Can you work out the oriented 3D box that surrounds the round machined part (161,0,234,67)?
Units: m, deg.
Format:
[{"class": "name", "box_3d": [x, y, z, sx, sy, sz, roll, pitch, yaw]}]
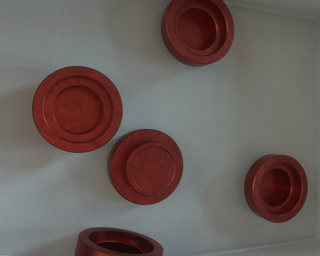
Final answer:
[{"class": "round machined part", "box_3d": [0.047, -0.131, 0.418, 0.099, 0.042, 0.097, 0, 90, -20]}]

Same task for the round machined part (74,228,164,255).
[{"class": "round machined part", "box_3d": [-0.048, 0.150, 0.354, 0.099, 0.098, 0.042, 13, 86, -20]}]

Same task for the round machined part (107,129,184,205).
[{"class": "round machined part", "box_3d": [-0.014, 0.050, 0.396, 0.099, 0.042, 0.097, 0, 90, -20]}]

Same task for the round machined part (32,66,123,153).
[{"class": "round machined part", "box_3d": [-0.097, -0.021, 0.366, 0.099, 0.042, 0.097, 0, 90, -20]}]

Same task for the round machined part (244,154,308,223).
[{"class": "round machined part", "box_3d": [0.167, 0.087, 0.463, 0.099, 0.042, 0.097, 0, 90, -20]}]
